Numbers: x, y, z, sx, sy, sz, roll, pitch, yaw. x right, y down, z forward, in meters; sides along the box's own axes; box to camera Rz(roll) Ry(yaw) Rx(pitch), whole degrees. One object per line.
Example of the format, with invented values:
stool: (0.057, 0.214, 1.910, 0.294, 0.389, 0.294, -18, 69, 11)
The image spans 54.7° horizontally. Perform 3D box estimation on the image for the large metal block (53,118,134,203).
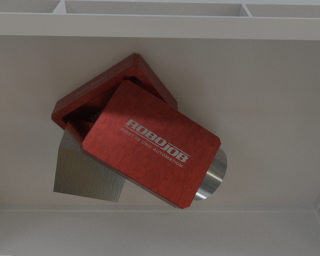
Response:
large metal block: (-0.081, 0.042, 0.383, 0.081, 0.050, 0.079, 13, 129, -11)

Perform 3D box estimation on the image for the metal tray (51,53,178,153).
metal tray: (-0.055, -0.022, 0.384, 0.130, 0.030, 0.090, -27, 126, 21)

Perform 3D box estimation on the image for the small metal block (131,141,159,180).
small metal block: (-0.026, 0.048, 0.448, 0.050, 0.025, 0.050, -23, 127, 18)

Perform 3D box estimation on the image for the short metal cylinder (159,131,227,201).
short metal cylinder: (0.042, 0.050, 0.415, 0.050, 0.080, 0.080, 32, 123, -25)

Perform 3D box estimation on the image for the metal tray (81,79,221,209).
metal tray: (-0.008, 0.019, 0.342, 0.130, 0.090, 0.030, 32, 162, -8)
